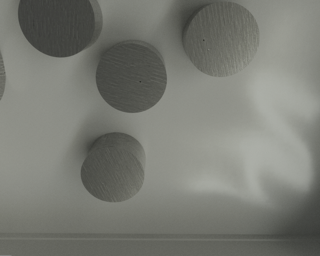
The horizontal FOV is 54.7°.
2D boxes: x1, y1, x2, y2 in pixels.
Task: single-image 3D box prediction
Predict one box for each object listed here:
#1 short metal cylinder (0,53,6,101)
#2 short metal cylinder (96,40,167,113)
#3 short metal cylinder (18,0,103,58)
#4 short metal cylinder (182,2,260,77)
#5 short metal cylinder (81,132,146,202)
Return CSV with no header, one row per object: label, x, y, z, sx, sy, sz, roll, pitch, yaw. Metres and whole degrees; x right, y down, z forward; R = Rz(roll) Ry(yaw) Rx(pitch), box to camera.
short metal cylinder,-0.223,-0.063,0.355,0.050,0.080,0.079,-1,110,0
short metal cylinder,-0.032,-0.064,0.374,0.081,0.050,0.079,0,110,-1
short metal cylinder,-0.109,-0.124,0.351,0.081,0.050,0.079,0,110,-1
short metal cylinder,0.068,-0.104,0.361,0.081,0.050,0.079,0,110,-1
short metal cylinder,-0.060,0.052,0.416,0.081,0.050,0.079,0,110,-1
